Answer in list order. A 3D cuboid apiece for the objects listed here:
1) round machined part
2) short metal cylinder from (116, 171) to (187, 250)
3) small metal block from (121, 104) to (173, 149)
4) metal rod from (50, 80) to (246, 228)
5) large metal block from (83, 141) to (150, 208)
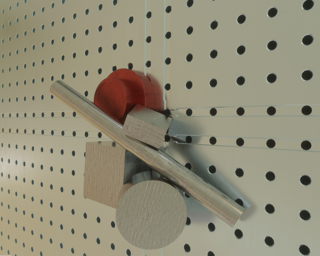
[{"bbox_3d":[-0.057,-0.037,0.443,0.098,0.042,0.097,0,90,39],"label":"round machined part"},{"bbox_3d":[-0.011,0.096,0.373,0.081,0.050,0.079,0,94,-5],"label":"short metal cylinder"},{"bbox_3d":[-0.015,-0.004,0.391,0.050,0.050,0.025,23,111,2],"label":"small metal block"},{"bbox_3d":[-0.031,0.020,0.390,0.300,0.025,0.025,34,111,21],"label":"metal rod"},{"bbox_3d":[-0.061,0.063,0.438,0.080,0.050,0.079,6,94,39],"label":"large metal block"}]
